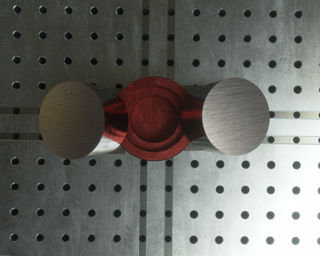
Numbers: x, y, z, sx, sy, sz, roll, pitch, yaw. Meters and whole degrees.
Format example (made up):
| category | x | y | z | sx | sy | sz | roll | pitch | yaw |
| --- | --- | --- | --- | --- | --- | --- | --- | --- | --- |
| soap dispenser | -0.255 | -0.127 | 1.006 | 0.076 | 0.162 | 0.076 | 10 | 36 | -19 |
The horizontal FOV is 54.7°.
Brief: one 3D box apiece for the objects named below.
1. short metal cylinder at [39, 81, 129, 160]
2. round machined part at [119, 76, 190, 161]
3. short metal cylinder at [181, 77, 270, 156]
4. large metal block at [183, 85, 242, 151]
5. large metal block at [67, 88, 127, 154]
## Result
| category | x | y | z | sx | sy | sz | roll | pitch | yaw |
| --- | --- | --- | --- | --- | --- | --- | --- | --- | --- |
| short metal cylinder | -0.082 | -0.008 | 0.337 | 0.080 | 0.050 | 0.079 | 0 | 91 | 21 |
| round machined part | -0.006 | -0.011 | 0.375 | 0.099 | 0.042 | 0.097 | 0 | 90 | 0 |
| short metal cylinder | 0.070 | -0.012 | 0.338 | 0.081 | 0.050 | 0.080 | 0 | 90 | -20 |
| large metal block | 0.069 | -0.013 | 0.401 | 0.081 | 0.050 | 0.080 | -1 | 90 | 0 |
| large metal block | -0.081 | -0.009 | 0.400 | 0.081 | 0.050 | 0.080 | 1 | 90 | 0 |
